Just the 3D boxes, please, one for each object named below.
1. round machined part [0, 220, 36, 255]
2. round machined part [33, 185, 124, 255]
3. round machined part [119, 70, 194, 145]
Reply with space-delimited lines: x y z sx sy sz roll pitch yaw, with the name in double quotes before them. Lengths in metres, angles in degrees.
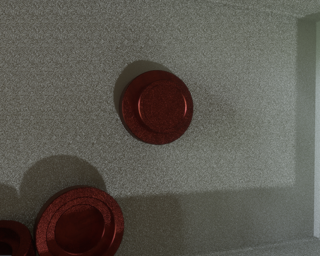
"round machined part" -0.176 0.143 0.311 0.099 0.098 0.042 -16 117 -19
"round machined part" -0.095 0.116 0.362 0.099 0.042 0.097 1 87 -28
"round machined part" 0.000 -0.027 0.401 0.099 0.042 0.097 0 90 -20
